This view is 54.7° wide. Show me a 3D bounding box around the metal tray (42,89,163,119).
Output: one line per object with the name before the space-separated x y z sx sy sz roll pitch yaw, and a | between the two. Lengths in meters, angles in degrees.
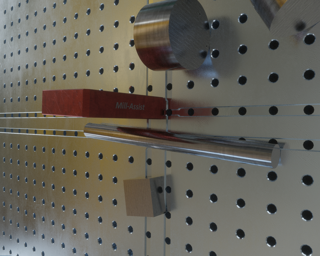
metal tray | -0.069 -0.029 0.398 0.090 0.131 0.030 5 93 40

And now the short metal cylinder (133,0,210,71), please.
short metal cylinder | 0.015 -0.107 0.361 0.050 0.081 0.079 6 94 40

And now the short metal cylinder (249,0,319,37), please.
short metal cylinder | 0.122 -0.127 0.273 0.080 0.081 0.050 -37 67 34

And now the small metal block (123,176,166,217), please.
small metal block | -0.022 0.094 0.428 0.050 0.025 0.050 -11 83 39

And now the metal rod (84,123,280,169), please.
metal rod | 0.002 0.016 0.407 0.300 0.025 0.025 6 94 39
